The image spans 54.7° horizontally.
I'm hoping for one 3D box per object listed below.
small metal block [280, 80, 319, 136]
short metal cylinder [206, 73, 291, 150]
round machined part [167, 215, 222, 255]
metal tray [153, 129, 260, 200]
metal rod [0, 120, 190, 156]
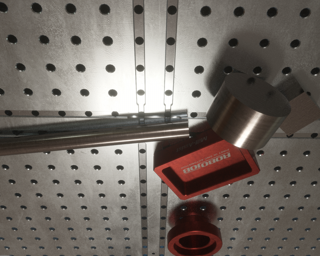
[{"bbox_3d":[0.169,-0.024,0.394,0.050,0.025,0.050,37,121,-28],"label":"small metal block"},{"bbox_3d":[0.101,-0.021,0.360,0.081,0.080,0.050,14,129,-12],"label":"short metal cylinder"},{"bbox_3d":[0.062,0.198,0.570,0.099,0.042,0.097,-1,130,0],"label":"round machined part"},{"bbox_3d":[0.067,0.052,0.453,0.130,0.030,0.090,-25,126,19],"label":"metal tray"},{"bbox_3d":[-0.112,0.016,0.423,0.302,0.025,0.025,-6,130,4],"label":"metal rod"}]
